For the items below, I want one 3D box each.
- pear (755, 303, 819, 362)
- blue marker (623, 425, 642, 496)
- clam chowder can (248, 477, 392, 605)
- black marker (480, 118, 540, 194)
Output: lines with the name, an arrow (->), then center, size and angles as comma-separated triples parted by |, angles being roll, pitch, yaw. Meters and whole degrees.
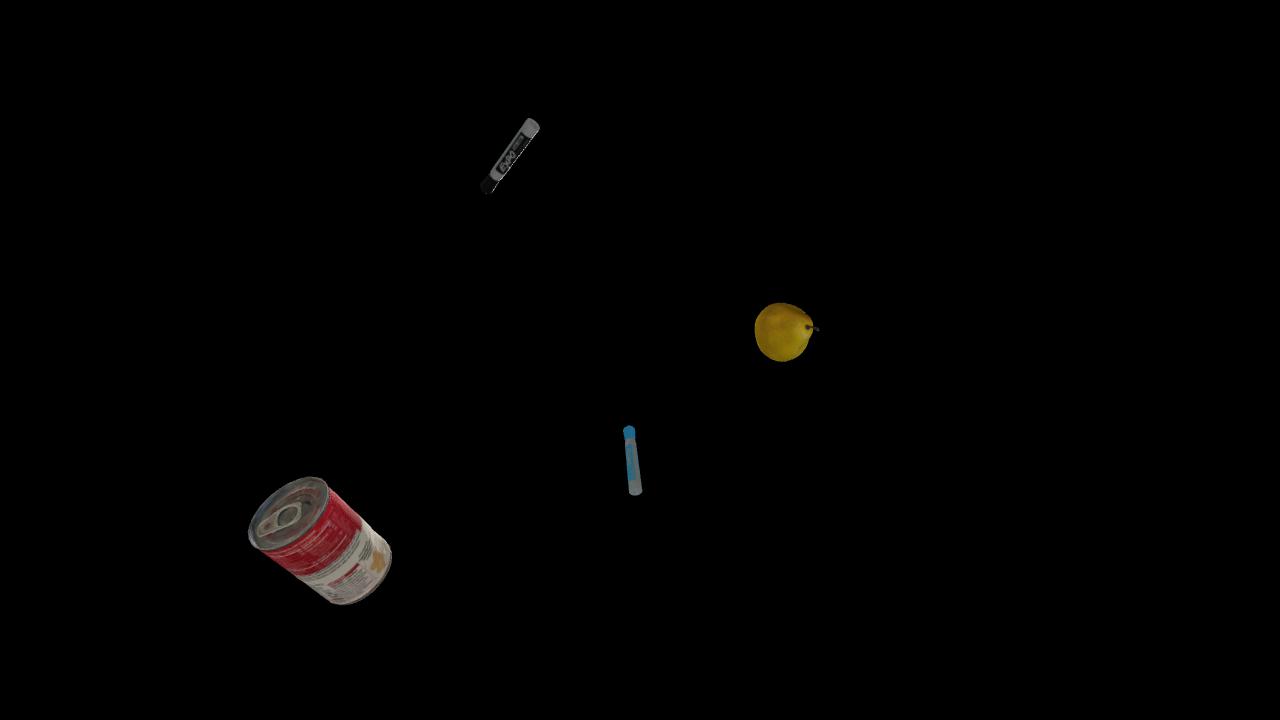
pear -> 0.198, -0.043, 0.812 | 0.080, 0.080, 0.111 | 0, -13, -14
blue marker -> -0.011, 0.143, 0.901 | 0.020, 0.020, 0.121 | 0, 42, -7
clam chowder can -> -0.268, 0.157, 0.525 | 0.068, 0.102, 0.068 | -12, 41, 10
black marker -> -0.167, -0.254, 0.777 | 0.020, 0.020, 0.121 | 0, -32, -49
